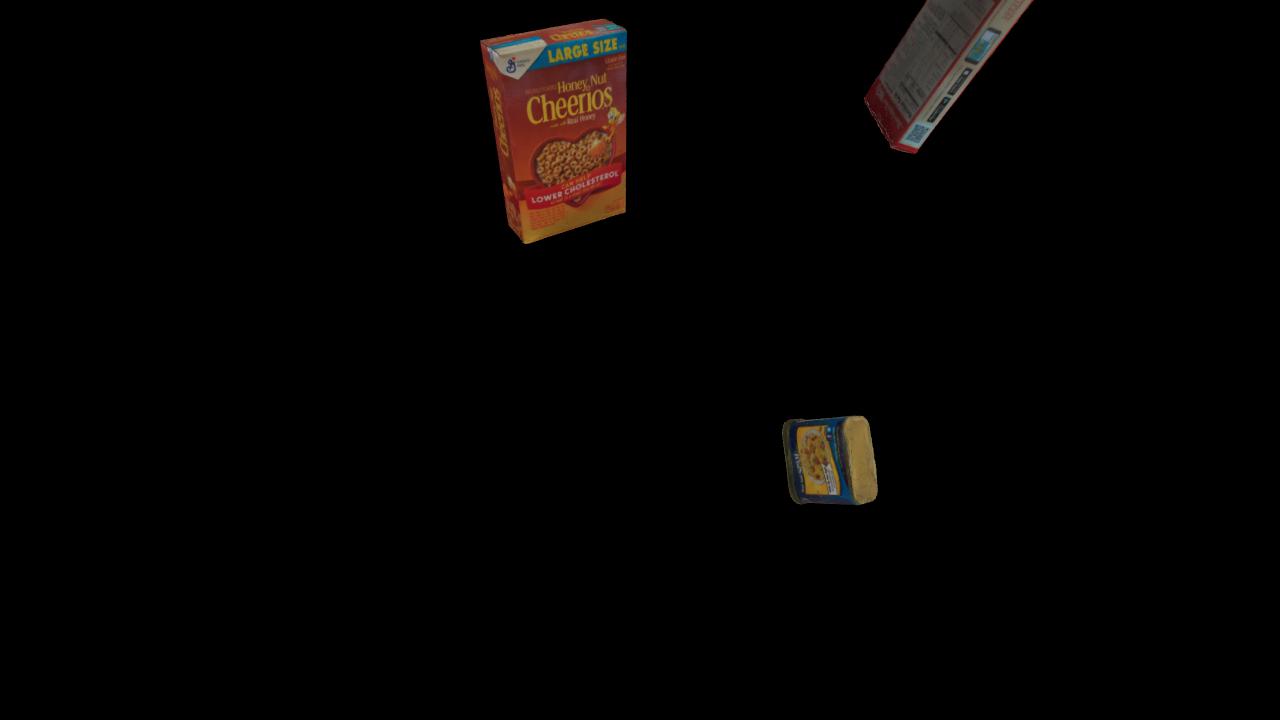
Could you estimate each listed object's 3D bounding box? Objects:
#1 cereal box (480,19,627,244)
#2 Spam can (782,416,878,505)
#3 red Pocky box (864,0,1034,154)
[{"bbox_3d":[-0.123,-0.353,0.970,0.203,0.306,0.081,-23,51,-23],"label":"cereal box"},{"bbox_3d":[0.219,0.115,0.711,0.058,0.101,0.085,-1,-8,-38],"label":"Spam can"},{"bbox_3d":[0.245,-0.254,0.490,0.028,0.083,0.155,7,-40,-18],"label":"red Pocky box"}]
